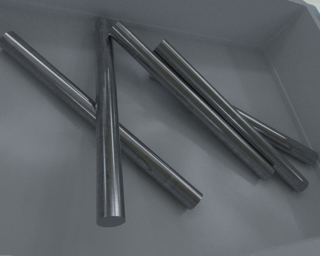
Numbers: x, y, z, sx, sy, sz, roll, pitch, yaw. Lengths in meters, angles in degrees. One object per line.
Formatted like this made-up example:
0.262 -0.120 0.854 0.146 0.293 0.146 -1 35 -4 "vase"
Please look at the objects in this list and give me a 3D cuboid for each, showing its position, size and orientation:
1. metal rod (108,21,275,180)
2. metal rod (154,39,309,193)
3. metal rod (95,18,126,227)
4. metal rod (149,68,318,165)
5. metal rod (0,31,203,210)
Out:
0.048 -0.034 0.436 0.300 0.025 0.025 43 51 -6 "metal rod"
0.107 -0.013 0.451 0.300 0.025 0.025 43 50 -8 "metal rod"
-0.063 -0.034 0.362 0.025 0.025 0.300 10 48 -23 "metal rod"
0.121 -0.017 0.483 0.301 0.025 0.025 27 52 -12 "metal rod"
-0.070 -0.008 0.373 0.300 0.025 0.025 41 51 -1 "metal rod"
